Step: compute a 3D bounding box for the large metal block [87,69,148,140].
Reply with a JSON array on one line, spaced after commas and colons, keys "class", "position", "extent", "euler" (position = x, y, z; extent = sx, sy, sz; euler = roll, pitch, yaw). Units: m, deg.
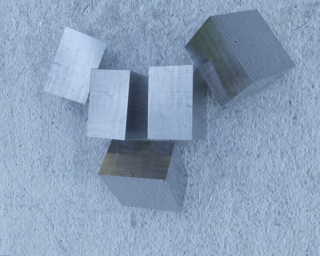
[{"class": "large metal block", "position": [-0.047, -0.028, 0.397], "extent": [0.050, 0.080, 0.079], "euler": [5, 92, 19]}]

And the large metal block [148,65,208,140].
[{"class": "large metal block", "position": [0.024, -0.027, 0.372], "extent": [0.050, 0.080, 0.079], "euler": [1, 90, 20]}]

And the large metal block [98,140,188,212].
[{"class": "large metal block", "position": [-0.016, 0.059, 0.379], "extent": [0.080, 0.080, 0.050], "euler": [1, 51, 20]}]

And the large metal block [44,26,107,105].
[{"class": "large metal block", "position": [-0.111, -0.083, 0.409], "extent": [0.050, 0.080, 0.080], "euler": [19, 98, -18]}]

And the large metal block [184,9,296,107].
[{"class": "large metal block", "position": [0.088, -0.079, 0.343], "extent": [0.080, 0.081, 0.050], "euler": [61, 144, 10]}]
